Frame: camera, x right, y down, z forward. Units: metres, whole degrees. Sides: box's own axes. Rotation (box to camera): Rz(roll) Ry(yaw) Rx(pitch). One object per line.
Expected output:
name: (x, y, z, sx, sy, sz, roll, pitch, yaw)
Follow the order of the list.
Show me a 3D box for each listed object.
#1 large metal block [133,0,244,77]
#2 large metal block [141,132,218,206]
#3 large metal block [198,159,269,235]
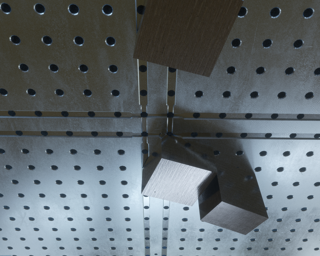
large metal block: (0.023, -0.106, 0.305, 0.080, 0.050, 0.079, 12, 129, -11)
large metal block: (0.025, 0.061, 0.447, 0.080, 0.050, 0.080, 16, 128, -14)
large metal block: (0.104, 0.102, 0.462, 0.080, 0.080, 0.050, 23, 126, -19)
